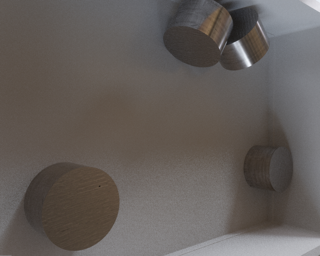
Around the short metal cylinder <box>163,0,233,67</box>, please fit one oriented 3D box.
[{"bbox_3d":[0.051,-0.126,0.416,0.080,0.080,0.050,38,67,-34],"label":"short metal cylinder"}]

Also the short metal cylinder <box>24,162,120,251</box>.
[{"bbox_3d":[-0.089,0.077,0.317,0.081,0.050,0.079,0,90,-40],"label":"short metal cylinder"}]

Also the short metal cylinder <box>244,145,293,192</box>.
[{"bbox_3d":[0.196,0.072,0.558,0.081,0.050,0.079,0,90,-40],"label":"short metal cylinder"}]

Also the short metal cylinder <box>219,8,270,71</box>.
[{"bbox_3d":[0.118,-0.134,0.468,0.050,0.080,0.080,47,62,-38],"label":"short metal cylinder"}]
